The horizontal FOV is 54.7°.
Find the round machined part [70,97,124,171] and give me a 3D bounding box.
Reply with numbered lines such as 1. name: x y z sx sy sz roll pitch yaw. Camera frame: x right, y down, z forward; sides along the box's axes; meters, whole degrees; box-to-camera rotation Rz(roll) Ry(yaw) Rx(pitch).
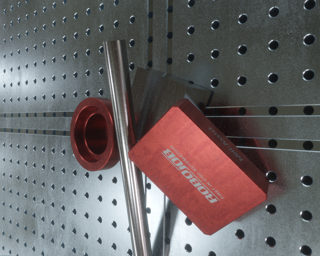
1. round machined part: -0.077 0.008 0.422 0.098 0.042 0.097 1 91 43

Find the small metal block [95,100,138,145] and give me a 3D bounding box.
1. small metal block: -0.065 -0.007 0.459 0.050 0.025 0.050 -28 73 36

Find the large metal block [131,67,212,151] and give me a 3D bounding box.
1. large metal block: 0.005 -0.023 0.384 0.080 0.050 0.079 29 108 36

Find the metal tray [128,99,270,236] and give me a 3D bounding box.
1. metal tray: 0.040 0.044 0.336 0.130 0.030 0.090 45 121 2

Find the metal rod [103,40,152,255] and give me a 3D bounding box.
1. metal rod: -0.036 0.046 0.382 0.025 0.025 0.298 8 111 39
